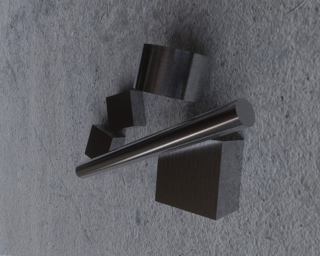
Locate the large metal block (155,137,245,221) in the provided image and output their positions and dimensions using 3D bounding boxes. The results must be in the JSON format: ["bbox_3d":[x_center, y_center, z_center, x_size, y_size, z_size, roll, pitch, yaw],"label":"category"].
[{"bbox_3d":[0.044,0.049,0.351,0.080,0.050,0.079,7,94,39],"label":"large metal block"}]

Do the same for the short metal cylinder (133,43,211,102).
[{"bbox_3d":[0.014,-0.063,0.356,0.080,0.081,0.050,20,103,38],"label":"short metal cylinder"}]

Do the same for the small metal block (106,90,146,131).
[{"bbox_3d":[-0.049,-0.024,0.443,0.050,0.025,0.050,-11,83,39],"label":"small metal block"}]

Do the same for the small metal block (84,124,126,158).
[{"bbox_3d":[-0.085,0.027,0.472,0.050,0.025,0.050,29,108,36],"label":"small metal block"}]

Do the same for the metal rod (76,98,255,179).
[{"bbox_3d":[-0.024,0.026,0.362,0.299,0.025,0.025,-23,76,48],"label":"metal rod"}]
